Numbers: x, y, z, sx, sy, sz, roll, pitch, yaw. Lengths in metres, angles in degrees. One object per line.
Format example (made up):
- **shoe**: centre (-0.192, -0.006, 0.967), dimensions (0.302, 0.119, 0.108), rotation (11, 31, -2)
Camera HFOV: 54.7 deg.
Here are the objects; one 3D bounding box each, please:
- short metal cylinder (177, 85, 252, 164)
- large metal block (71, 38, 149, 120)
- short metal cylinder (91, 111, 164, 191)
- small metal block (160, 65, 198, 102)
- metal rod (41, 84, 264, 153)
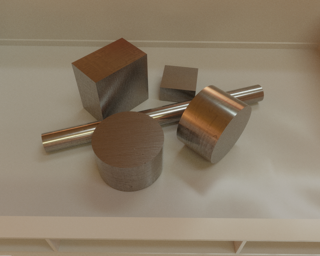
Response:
- **short metal cylinder**: centre (0.065, -0.004, 0.372), dimensions (0.050, 0.080, 0.080), rotation (35, 58, 25)
- **large metal block**: centre (-0.063, -0.062, 0.420), dimensions (0.080, 0.080, 0.050), rotation (-36, 59, -26)
- **short metal cylinder**: centre (-0.036, 0.026, 0.364), dimensions (0.081, 0.050, 0.080), rotation (0, 50, 0)
- **small metal block**: centre (0.029, -0.065, 0.458), dimensions (0.050, 0.025, 0.050), rotation (7, 50, 5)
- **metal rod**: centre (0.000, -0.016, 0.417), dimensions (0.302, 0.025, 0.025), rotation (-14, 52, -12)
